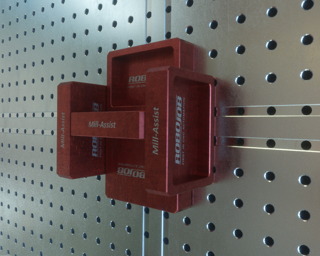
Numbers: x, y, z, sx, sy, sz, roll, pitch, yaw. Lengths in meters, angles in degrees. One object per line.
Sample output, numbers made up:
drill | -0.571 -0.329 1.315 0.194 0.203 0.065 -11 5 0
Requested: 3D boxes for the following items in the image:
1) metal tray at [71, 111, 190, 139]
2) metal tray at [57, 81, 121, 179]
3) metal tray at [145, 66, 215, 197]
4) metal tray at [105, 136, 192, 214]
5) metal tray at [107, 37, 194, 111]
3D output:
metal tray | -0.039 -0.004 0.395 0.130 0.091 0.030 1 91 39
metal tray | -0.100 0.003 0.446 0.030 0.091 0.129 1 91 40
metal tray | 0.025 0.003 0.344 0.030 0.091 0.129 1 91 40
metal tray | -0.020 0.057 0.418 0.130 0.030 0.089 1 91 39
metal tray | -0.018 -0.064 0.418 0.130 0.030 0.089 1 91 39
